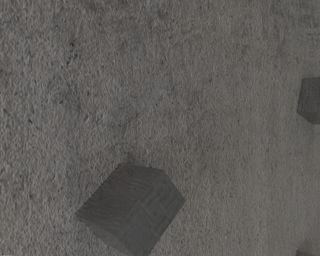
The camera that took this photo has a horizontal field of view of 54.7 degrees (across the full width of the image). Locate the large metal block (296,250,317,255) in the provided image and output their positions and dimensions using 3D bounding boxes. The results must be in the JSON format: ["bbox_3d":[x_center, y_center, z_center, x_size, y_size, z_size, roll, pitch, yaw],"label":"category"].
[{"bbox_3d":[0.326,0.316,0.662,0.080,0.050,0.080,32,70,-35],"label":"large metal block"}]

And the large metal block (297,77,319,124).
[{"bbox_3d":[0.350,-0.059,0.681,0.080,0.050,0.080,24,75,-38],"label":"large metal block"}]

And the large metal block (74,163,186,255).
[{"bbox_3d":[-0.033,0.088,0.341,0.080,0.080,0.050,-49,119,-29],"label":"large metal block"}]
